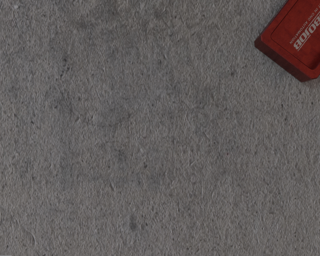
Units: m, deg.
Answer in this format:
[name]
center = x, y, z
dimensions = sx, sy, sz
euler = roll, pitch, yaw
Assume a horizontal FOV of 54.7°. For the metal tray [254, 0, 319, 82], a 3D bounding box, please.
[metal tray]
center = 0.201, -0.138, 0.408
dimensions = 0.090, 0.030, 0.130
euler = 38, 90, 0
